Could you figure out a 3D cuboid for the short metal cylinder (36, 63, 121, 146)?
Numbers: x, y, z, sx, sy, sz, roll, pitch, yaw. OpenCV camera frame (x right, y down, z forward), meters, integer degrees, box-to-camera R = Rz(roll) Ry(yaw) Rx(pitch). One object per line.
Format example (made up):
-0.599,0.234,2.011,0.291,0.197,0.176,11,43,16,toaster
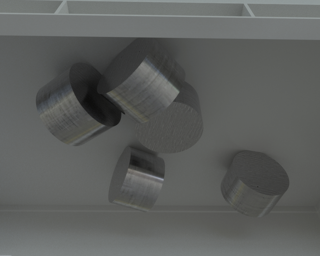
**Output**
-0.089,-0.026,0.350,0.050,0.080,0.080,-29,125,22,short metal cylinder

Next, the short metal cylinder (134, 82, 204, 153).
0.010,-0.015,0.380,0.081,0.050,0.079,0,130,0,short metal cylinder

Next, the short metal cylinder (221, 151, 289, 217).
0.133,0.078,0.441,0.081,0.080,0.050,9,130,-8,short metal cylinder

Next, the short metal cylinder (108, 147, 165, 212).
-0.034,0.072,0.434,0.050,0.080,0.080,21,127,-17,short metal cylinder

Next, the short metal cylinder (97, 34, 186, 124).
-0.020,-0.052,0.329,0.080,0.080,0.050,-33,123,25,short metal cylinder
